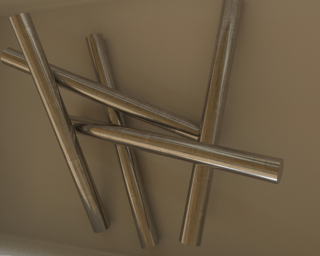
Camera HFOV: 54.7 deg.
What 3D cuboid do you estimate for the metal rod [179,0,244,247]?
[{"bbox_3d":[0.062,-0.016,0.365,0.025,0.025,0.298,9,84,19],"label":"metal rod"}]

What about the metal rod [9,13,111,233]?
[{"bbox_3d":[-0.127,0.003,0.408,0.025,0.025,0.298,-14,103,19],"label":"metal rod"}]

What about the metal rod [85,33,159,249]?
[{"bbox_3d":[-0.054,0.013,0.428,0.025,0.025,0.298,-18,84,19],"label":"metal rod"}]

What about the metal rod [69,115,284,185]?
[{"bbox_3d":[-0.012,0.017,0.371,0.300,0.025,0.025,11,94,31],"label":"metal rod"}]

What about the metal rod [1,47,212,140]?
[{"bbox_3d":[-0.073,-0.043,0.408,0.301,0.025,0.025,22,98,8],"label":"metal rod"}]
